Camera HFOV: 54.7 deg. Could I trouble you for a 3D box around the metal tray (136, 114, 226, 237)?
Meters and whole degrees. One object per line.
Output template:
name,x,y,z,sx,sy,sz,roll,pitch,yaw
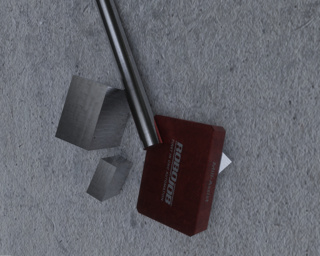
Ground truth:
metal tray,0.023,0.054,0.383,0.090,0.030,0.129,13,94,37

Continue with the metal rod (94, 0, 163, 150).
metal rod,-0.056,-0.114,0.409,0.025,0.025,0.299,-24,76,18

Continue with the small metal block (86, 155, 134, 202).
small metal block,-0.067,0.066,0.418,0.025,0.050,0.050,27,99,18

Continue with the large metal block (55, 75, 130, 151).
large metal block,-0.081,-0.019,0.407,0.050,0.080,0.080,20,97,18

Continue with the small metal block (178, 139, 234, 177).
small metal block,0.056,0.039,0.389,0.050,0.025,0.050,-45,77,14
